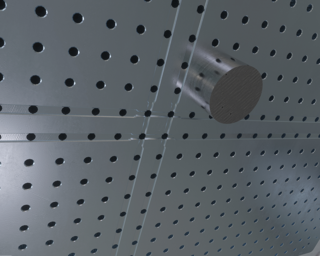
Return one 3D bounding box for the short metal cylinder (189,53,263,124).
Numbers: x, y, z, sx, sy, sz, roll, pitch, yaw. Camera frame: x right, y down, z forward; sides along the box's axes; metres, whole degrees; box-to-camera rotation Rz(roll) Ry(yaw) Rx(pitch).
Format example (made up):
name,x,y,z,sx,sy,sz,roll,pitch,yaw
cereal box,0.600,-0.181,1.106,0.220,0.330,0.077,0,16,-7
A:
name,x,y,z,sx,sy,sz,roll,pitch,yaw
short metal cylinder,0.086,-0.052,0.409,0.081,0.050,0.080,-14,124,-21
